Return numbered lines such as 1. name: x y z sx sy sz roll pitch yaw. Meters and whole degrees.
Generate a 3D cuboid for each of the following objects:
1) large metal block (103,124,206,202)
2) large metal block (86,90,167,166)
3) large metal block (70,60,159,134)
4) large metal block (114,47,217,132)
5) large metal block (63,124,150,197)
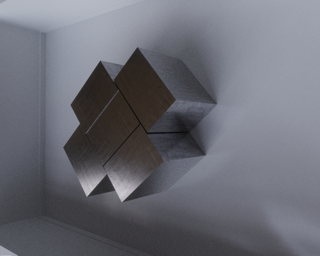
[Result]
1. large metal block: -0.006 0.040 0.374 0.080 0.081 0.050 -47 62 29
2. large metal block: -0.032 0.001 0.395 0.080 0.081 0.050 -47 62 29
3. large metal block: -0.058 -0.037 0.415 0.080 0.081 0.050 -47 62 29
4. large metal block: 0.007 -0.042 0.363 0.050 0.081 0.080 -48 62 29
5. large metal block: -0.072 0.041 0.427 0.050 0.081 0.080 -48 62 29
